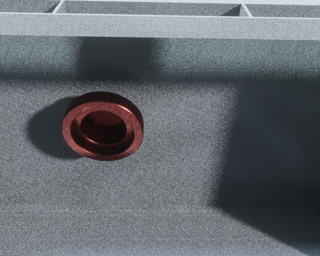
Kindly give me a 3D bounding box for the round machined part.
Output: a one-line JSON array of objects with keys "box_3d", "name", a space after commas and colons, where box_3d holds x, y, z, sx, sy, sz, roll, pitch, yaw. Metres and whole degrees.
[{"box_3d": [-0.070, -0.006, 0.392, 0.099, 0.042, 0.097, -1, 130, 0], "name": "round machined part"}]
